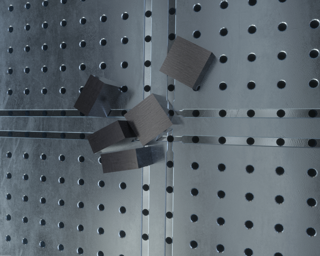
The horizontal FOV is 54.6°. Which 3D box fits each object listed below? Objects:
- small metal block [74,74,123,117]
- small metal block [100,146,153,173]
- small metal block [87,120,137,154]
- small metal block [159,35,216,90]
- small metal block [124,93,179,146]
[{"bbox_3d":[-0.084,-0.043,0.430,0.025,0.050,0.050,34,101,17],"label":"small metal block"},{"bbox_3d":[-0.043,0.042,0.415,0.050,0.050,0.025,-10,87,20],"label":"small metal block"},{"bbox_3d":[-0.061,0.012,0.422,0.050,0.050,0.025,-26,81,18],"label":"small metal block"},{"bbox_3d":[0.035,-0.083,0.400,0.050,0.025,0.050,31,100,17],"label":"small metal block"},{"bbox_3d":[-0.012,-0.011,0.417,0.050,0.025,0.050,-36,79,16],"label":"small metal block"}]
